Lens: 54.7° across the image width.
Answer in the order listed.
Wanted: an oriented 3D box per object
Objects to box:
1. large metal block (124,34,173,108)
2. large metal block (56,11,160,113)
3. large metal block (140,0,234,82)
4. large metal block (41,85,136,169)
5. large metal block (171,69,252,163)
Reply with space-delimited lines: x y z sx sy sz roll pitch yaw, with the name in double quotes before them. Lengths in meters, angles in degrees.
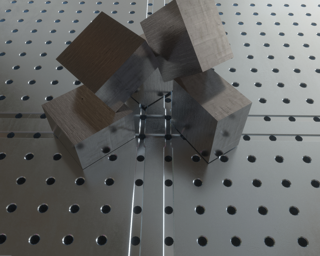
"large metal block" -0.008 -0.089 0.445 0.080 0.080 0.050 -34 58 -26
"large metal block" -0.062 -0.079 0.372 0.080 0.050 0.080 40 86 28
"large metal block" 0.030 -0.106 0.369 0.050 0.080 0.080 -29 13 -28
"large metal block" -0.089 -0.008 0.396 0.081 0.050 0.080 -32 57 -25
"large metal block" 0.059 -0.018 0.386 0.050 0.080 0.080 -27 56 -21
